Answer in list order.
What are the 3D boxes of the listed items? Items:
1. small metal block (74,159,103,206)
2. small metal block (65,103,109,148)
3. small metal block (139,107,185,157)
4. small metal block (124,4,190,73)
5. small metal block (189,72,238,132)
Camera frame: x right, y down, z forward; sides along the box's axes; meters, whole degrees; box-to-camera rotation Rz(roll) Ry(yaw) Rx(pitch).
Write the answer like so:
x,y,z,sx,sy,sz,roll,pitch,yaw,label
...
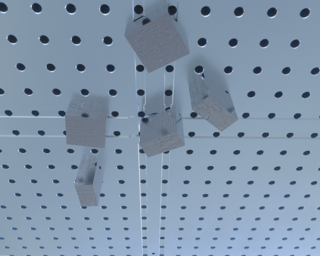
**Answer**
x,y,z,sx,sy,sz,roll,pitch,yaw,label
-0.105,0.081,0.463,0.025,0.050,0.050,-1,130,1,small metal block
-0.096,-0.002,0.408,0.050,0.025,0.050,6,130,-6,small metal block
0.003,0.005,0.400,0.050,0.050,0.025,-19,128,15,small metal block
-0.002,-0.095,0.331,0.050,0.025,0.050,-23,127,17,small metal block
0.063,-0.031,0.370,0.050,0.050,0.025,34,122,-26,small metal block
